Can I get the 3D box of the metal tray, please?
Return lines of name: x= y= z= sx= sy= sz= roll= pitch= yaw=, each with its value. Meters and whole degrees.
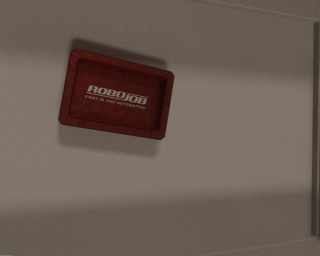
metal tray: x=-0.053 y=-0.038 z=0.388 sx=0.131 sy=0.030 sz=0.089 roll=10 pitch=87 yaw=-20
